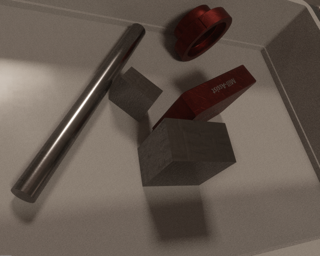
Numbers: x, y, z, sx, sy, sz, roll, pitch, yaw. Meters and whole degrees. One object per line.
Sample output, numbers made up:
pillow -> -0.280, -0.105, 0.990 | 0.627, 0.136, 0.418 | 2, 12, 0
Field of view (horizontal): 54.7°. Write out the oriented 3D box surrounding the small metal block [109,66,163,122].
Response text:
small metal block -> -0.032, -0.042, 0.400 | 0.050, 0.050, 0.025 | 38, 51, -3

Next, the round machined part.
round machined part -> 0.061, -0.154, 0.488 | 0.099, 0.097, 0.042 | -30, 79, -38

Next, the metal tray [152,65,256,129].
metal tray -> 0.060, -0.031, 0.417 | 0.131, 0.090, 0.030 | -28, 78, -38

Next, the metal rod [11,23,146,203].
metal rod -> -0.083, -0.043, 0.388 | 0.025, 0.025, 0.301 | 31, 51, -9

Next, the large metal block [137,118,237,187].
large metal block -> 0.028, 0.032, 0.368 | 0.081, 0.080, 0.050 | 4, 60, -27
